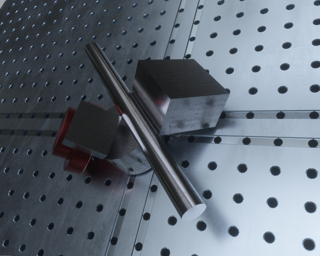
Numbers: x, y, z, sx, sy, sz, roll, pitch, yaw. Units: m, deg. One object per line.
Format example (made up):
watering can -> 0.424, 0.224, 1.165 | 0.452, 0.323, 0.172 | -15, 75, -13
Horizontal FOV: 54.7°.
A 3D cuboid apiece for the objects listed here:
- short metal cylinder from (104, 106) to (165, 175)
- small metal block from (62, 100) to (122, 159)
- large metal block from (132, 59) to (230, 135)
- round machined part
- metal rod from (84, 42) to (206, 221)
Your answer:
short metal cylinder -> -0.040, 0.014, 0.399 | 0.080, 0.050, 0.080 | -13, 56, 21
small metal block -> -0.079, 0.003, 0.360 | 0.025, 0.050, 0.050 | -34, 35, 61
large metal block -> 0.021, -0.041, 0.373 | 0.081, 0.050, 0.080 | -8, 44, -30
round machined part -> -0.113, 0.010, 0.413 | 0.097, 0.042, 0.098 | -52, 27, 40
metal rod -> -0.035, -0.021, 0.370 | 0.025, 0.025, 0.300 | -37, 51, 3
